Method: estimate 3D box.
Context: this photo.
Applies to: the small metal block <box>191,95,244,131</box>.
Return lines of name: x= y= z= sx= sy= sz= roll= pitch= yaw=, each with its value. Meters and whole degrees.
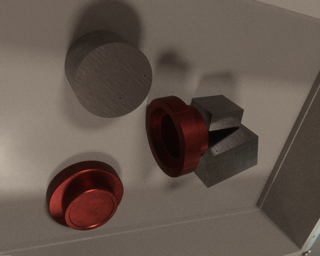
small metal block: x=0.077 y=-0.022 z=0.423 sx=0.050 sy=0.050 sz=0.025 roll=-9 pitch=122 yaw=-24

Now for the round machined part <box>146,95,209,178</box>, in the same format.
round machined part: x=0.023 y=0.008 z=0.381 sx=0.042 sy=0.098 sz=0.097 roll=-13 pitch=124 yaw=-25

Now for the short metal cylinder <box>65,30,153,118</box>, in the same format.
short metal cylinder: x=-0.055 y=-0.057 z=0.328 sx=0.081 sy=0.050 sz=0.079 roll=-14 pitch=125 yaw=-21

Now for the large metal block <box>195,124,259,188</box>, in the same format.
large metal block: x=0.078 y=0.026 z=0.434 sx=0.081 sy=0.080 sz=0.050 roll=-22 pitch=127 yaw=-16

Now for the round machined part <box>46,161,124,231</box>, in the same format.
round machined part: x=-0.094 y=0.095 z=0.406 sx=0.099 sy=0.042 sz=0.097 roll=-14 pitch=125 yaw=-21
